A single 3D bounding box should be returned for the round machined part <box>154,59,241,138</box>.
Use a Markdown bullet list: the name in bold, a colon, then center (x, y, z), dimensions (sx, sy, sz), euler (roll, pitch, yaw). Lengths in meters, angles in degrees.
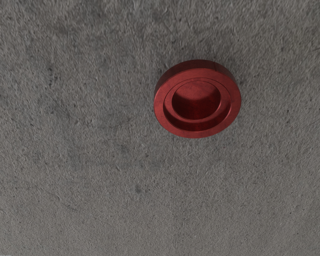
- **round machined part**: center (0.042, -0.037, 0.364), dimensions (0.099, 0.042, 0.097), euler (0, 130, 0)
